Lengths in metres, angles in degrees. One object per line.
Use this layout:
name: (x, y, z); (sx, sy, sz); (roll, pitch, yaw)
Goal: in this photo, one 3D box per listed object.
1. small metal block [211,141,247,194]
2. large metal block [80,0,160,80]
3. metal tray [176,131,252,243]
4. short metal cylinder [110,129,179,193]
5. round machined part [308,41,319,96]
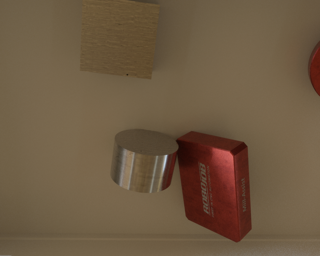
small metal block: (0.092, 0.053, 0.419); (0.025, 0.050, 0.050); (11, 110, -5)
large metal block: (-0.045, -0.105, 0.359); (0.081, 0.050, 0.079); (7, 110, -3)
metal tray: (0.070, 0.075, 0.407); (0.030, 0.090, 0.129); (-26, 116, -39)
short metal cylinder: (-0.020, 0.040, 0.396); (0.081, 0.080, 0.050); (9, 110, -4)
round machined part: (0.230, -0.076, 0.368); (0.098, 0.042, 0.097); (7, 115, 15)
